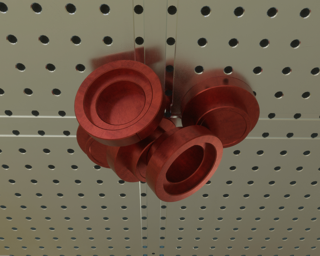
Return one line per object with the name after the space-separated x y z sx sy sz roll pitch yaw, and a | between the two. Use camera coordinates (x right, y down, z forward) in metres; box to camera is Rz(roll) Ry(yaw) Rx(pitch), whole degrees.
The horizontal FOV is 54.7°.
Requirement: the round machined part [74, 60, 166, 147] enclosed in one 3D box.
-0.041 -0.024 0.349 0.098 0.098 0.042 -10 155 7 | round machined part

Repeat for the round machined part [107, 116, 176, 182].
-0.015 0.030 0.394 0.099 0.042 0.097 -25 133 -29 | round machined part

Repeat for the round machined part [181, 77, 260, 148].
0.076 -0.012 0.391 0.099 0.042 0.097 -1 130 0 | round machined part

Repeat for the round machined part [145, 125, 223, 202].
0.024 0.037 0.370 0.099 0.042 0.097 -23 134 -25 | round machined part

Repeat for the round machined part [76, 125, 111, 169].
-0.062 0.017 0.414 0.099 0.042 0.097 -1 130 0 | round machined part
